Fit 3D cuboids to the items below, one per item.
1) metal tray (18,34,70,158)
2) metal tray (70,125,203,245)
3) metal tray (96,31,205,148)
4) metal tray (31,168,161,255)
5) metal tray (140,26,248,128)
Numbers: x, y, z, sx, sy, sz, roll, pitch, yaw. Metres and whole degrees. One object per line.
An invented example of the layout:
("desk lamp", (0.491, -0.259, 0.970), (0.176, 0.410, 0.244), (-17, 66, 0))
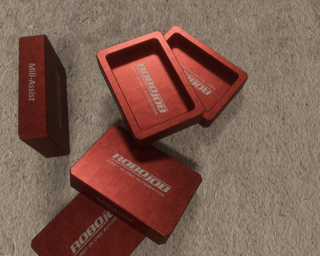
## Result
("metal tray", (-0.142, -0.036, 0.385), (0.030, 0.090, 0.129), (-8, 70, -3))
("metal tray", (-0.027, 0.062, 0.365), (0.130, 0.030, 0.090), (31, 50, 10))
("metal tray", (-0.014, -0.052, 0.389), (0.091, 0.030, 0.130), (-23, 72, -12))
("metal tray", (-0.068, 0.117, 0.362), (0.090, 0.030, 0.130), (41, 75, 13))
("metal tray", (0.042, -0.073, 0.432), (0.130, 0.030, 0.090), (38, 74, 12))
